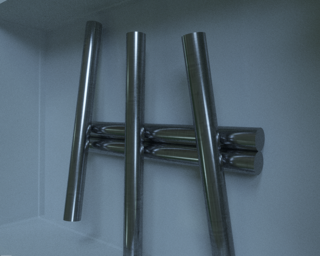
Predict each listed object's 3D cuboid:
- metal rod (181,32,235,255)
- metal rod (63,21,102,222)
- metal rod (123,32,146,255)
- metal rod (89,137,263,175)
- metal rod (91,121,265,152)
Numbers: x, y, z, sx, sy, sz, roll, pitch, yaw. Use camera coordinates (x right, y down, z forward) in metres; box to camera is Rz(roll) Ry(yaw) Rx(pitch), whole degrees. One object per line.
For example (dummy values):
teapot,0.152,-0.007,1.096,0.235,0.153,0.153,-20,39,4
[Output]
metal rod,0.056,0.052,0.328,0.025,0.025,0.298,-5,95,39
metal rod,-0.115,-0.015,0.466,0.025,0.025,0.298,-1,81,39
metal rod,-0.033,0.029,0.398,0.025,0.025,0.298,2,91,39
metal rod,-0.014,0.031,0.415,0.300,0.025,0.025,3,92,39
metal rod,-0.013,0.006,0.414,0.300,0.025,0.025,3,92,39
